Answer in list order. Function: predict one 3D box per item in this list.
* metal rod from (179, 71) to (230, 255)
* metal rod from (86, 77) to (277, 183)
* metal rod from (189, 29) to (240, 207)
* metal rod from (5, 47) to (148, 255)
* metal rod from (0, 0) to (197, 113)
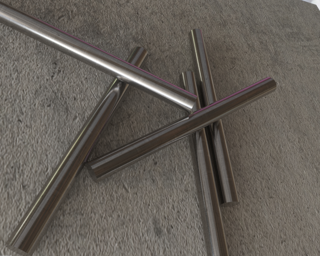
[{"bbox_3d":[0.056,0.051,0.404,0.025,0.025,0.299,8,58,-24],"label":"metal rod"},{"bbox_3d":[0.047,-0.009,0.405,0.302,0.025,0.025,-25,76,-27],"label":"metal rod"},{"bbox_3d":[0.076,-0.033,0.466,0.025,0.025,0.299,8,58,-24],"label":"metal rod"},{"bbox_3d":[-0.077,-0.001,0.363,0.025,0.025,0.300,31,52,-9],"label":"metal rod"},{"bbox_3d":[-0.094,-0.095,0.387,0.301,0.025,0.025,25,52,-4],"label":"metal rod"}]
